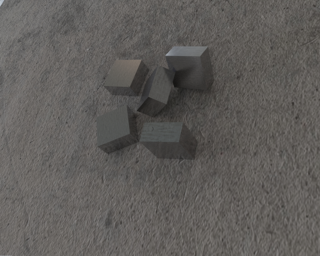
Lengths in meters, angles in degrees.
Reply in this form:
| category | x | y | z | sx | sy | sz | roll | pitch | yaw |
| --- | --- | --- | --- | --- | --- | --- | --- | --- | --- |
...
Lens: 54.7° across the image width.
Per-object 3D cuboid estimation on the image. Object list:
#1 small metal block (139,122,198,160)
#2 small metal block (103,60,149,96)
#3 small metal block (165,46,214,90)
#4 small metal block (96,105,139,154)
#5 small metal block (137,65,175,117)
| category | x | y | z | sx | sy | sz | roll | pitch | yaw |
| --- | --- | --- | --- | --- | --- | --- | --- | --- | --- |
| small metal block | 0.012 | 0.016 | 0.372 | 0.050 | 0.050 | 0.025 | 0 | 62 | 28 |
| small metal block | -0.052 | -0.078 | 0.479 | 0.050 | 0.025 | 0.050 | 7 | 65 | 31 |
| small metal block | 0.040 | -0.080 | 0.412 | 0.050 | 0.050 | 0.025 | 9 | 46 | 32 |
| small metal block | -0.060 | 0.002 | 0.434 | 0.050 | 0.025 | 0.050 | -22 | 54 | 15 |
| small metal block | -0.006 | -0.049 | 0.419 | 0.050 | 0.025 | 0.050 | 140 | 149 | -62 |
